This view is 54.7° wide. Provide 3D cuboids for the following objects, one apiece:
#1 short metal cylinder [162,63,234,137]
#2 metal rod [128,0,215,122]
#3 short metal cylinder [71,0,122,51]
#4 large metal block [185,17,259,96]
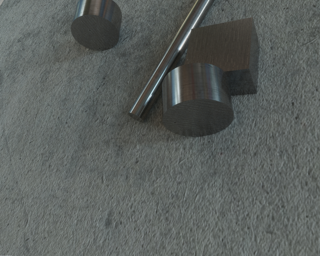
[{"bbox_3d":[0.043,-0.031,0.365,0.080,0.080,0.050,-13,57,21],"label":"short metal cylinder"},{"bbox_3d":[0.038,-0.140,0.470,0.025,0.025,0.300,18,71,35],"label":"metal rod"},{"bbox_3d":[-0.108,-0.181,0.536,0.080,0.080,0.050,-11,57,22],"label":"short metal cylinder"},{"bbox_3d":[0.081,-0.088,0.399,0.080,0.050,0.080,-3,60,27],"label":"large metal block"}]
